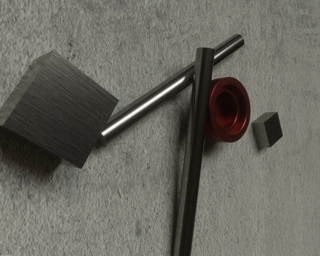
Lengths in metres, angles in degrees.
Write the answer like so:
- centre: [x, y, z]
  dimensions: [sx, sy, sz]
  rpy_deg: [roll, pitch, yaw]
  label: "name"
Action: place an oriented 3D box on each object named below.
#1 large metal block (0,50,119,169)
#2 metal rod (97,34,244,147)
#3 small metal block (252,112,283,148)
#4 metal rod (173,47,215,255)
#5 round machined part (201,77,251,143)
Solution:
- centre: [-0.101, -0.016, 0.305]
  dimensions: [0.080, 0.050, 0.080]
  rpy_deg: [39, 66, -34]
  label: "large metal block"
- centre: [0.030, -0.067, 0.432]
  dimensions: [0.302, 0.025, 0.025]
  rpy_deg: [-38, 114, -34]
  label: "metal rod"
- centre: [0.201, 0.003, 0.577]
  dimensions: [0.050, 0.025, 0.050]
  rpy_deg: [-30, 109, -36]
  label: "small metal block"
- centre: [0.046, 0.042, 0.426]
  dimensions: [0.025, 0.025, 0.298]
  rpy_deg: [4, 93, -40]
  label: "metal rod"
- centre: [0.093, -0.027, 0.474]
  dimensions: [0.099, 0.042, 0.097]
  rpy_deg: [0, 90, -40]
  label: "round machined part"
